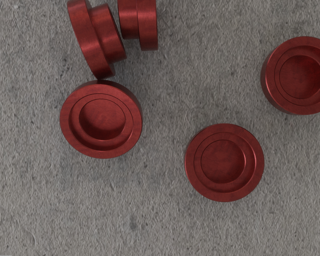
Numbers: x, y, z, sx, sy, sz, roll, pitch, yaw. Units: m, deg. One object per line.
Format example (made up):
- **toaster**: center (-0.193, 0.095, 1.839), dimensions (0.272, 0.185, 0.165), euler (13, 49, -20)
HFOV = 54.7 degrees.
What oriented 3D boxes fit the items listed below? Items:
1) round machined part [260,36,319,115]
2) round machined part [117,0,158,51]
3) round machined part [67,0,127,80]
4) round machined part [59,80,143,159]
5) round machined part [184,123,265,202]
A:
- **round machined part**: center (0.179, -0.065, 0.403), dimensions (0.099, 0.042, 0.097), euler (0, 90, 0)
- **round machined part**: center (-0.026, -0.143, 0.373), dimensions (0.042, 0.098, 0.097), euler (-3, 90, 0)
- **round machined part**: center (-0.070, -0.110, 0.373), dimensions (0.042, 0.098, 0.098), euler (-19, 90, 0)
- **round machined part**: center (-0.071, -0.014, 0.389), dimensions (0.099, 0.042, 0.097), euler (-1, 114, -1)
- **round machined part**: center (0.080, 0.043, 0.402), dimensions (0.099, 0.042, 0.097), euler (0, 90, 0)
